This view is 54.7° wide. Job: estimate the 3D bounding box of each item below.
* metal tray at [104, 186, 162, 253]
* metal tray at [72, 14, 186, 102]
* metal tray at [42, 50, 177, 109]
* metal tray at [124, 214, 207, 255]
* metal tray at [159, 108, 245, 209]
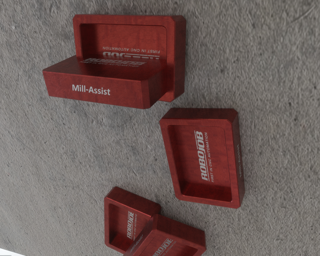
[{"bbox_3d":[-0.050,0.170,0.534,0.090,0.030,0.129,18,126,17],"label":"metal tray"},{"bbox_3d":[-0.037,-0.084,0.360,0.130,0.030,0.089,10,114,24],"label":"metal tray"},{"bbox_3d":[-0.053,-0.061,0.354,0.130,0.090,0.030,9,122,23],"label":"metal tray"},{"bbox_3d":[0.003,0.200,0.496,0.090,0.030,0.129,24,122,-12],"label":"metal tray"},{"bbox_3d":[0.056,0.039,0.397,0.090,0.030,0.129,2,120,27],"label":"metal tray"}]
